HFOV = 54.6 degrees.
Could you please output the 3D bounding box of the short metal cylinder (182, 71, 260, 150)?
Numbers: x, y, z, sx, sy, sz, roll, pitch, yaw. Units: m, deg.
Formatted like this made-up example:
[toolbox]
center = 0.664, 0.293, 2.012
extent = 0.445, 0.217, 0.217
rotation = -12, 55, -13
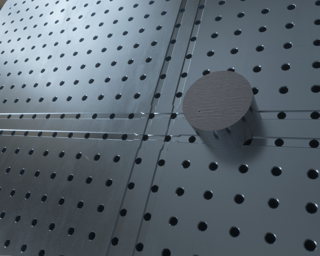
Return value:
[short metal cylinder]
center = 0.073, -0.020, 0.367
extent = 0.080, 0.050, 0.080
rotation = -13, 56, 21
